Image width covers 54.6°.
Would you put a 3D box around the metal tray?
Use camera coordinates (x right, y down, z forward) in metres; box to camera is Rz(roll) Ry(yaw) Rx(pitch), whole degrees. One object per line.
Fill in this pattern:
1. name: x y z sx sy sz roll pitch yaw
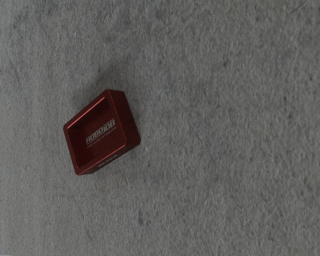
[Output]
1. metal tray: -0.095 0.009 0.481 0.130 0.030 0.090 -32 70 35
